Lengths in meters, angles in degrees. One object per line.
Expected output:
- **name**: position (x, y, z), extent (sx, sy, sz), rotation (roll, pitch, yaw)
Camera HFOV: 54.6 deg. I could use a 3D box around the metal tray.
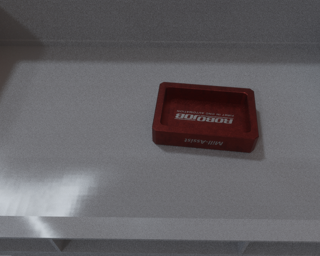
- **metal tray**: position (0.060, -0.017, 0.416), extent (0.131, 0.030, 0.090), rotation (5, 50, 4)
